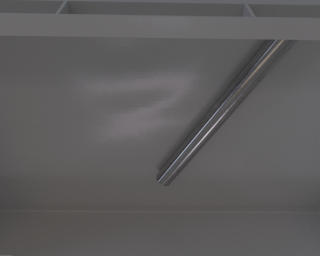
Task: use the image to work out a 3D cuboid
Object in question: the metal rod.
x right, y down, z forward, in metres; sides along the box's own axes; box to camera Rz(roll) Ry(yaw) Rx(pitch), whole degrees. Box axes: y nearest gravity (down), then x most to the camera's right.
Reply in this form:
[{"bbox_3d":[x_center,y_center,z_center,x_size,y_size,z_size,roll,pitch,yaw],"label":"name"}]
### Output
[{"bbox_3d":[0.078,-0.021,0.391,0.025,0.025,0.298,23,126,-18],"label":"metal rod"}]
